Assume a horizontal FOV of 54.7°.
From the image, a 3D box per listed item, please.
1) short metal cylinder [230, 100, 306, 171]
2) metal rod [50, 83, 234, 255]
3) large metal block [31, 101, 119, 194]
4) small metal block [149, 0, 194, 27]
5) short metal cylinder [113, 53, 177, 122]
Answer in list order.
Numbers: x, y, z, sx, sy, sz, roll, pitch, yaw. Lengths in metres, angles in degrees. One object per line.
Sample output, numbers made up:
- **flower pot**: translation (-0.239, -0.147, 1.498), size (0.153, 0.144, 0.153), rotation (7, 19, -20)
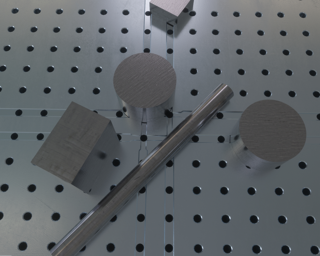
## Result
- **short metal cylinder**: translation (0.136, 0.010, 0.396), size (0.081, 0.050, 0.080), rotation (0, 70, 0)
- **metal rod**: translation (-0.012, 0.048, 0.393), size (0.025, 0.025, 0.301), rotation (43, 75, 14)
- **large metal block**: translation (-0.096, 0.027, 0.372), size (0.050, 0.080, 0.080), rotation (26, 72, 9)
- **small metal block**: translation (0.019, -0.193, 0.483), size (0.050, 0.025, 0.050), rotation (31, 73, 10)
- **short metal cylinder**: translation (-0.019, -0.054, 0.418), size (0.081, 0.050, 0.080), rotation (0, 70, 0)
